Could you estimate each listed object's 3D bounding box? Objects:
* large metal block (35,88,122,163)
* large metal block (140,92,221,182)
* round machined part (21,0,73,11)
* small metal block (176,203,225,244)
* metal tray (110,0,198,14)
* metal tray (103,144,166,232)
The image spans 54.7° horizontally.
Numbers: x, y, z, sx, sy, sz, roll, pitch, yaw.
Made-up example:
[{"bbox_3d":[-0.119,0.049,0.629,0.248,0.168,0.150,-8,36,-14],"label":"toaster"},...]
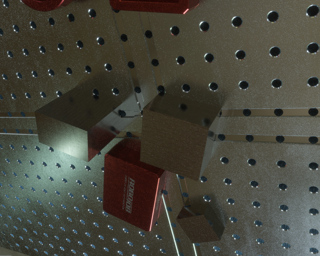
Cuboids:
[{"bbox_3d":[-0.110,-0.007,0.429,0.080,0.080,0.050,19,126,17],"label":"large metal block"},{"bbox_3d":[0.024,0.010,0.388,0.080,0.050,0.079,18,126,18],"label":"large metal block"},{"bbox_3d":[-0.130,-0.188,0.353,0.098,0.042,0.097,13,124,21],"label":"round machined part"},{"bbox_3d":[0.061,0.145,0.469,0.050,0.025,0.050,-23,106,36],"label":"small metal block"},{"bbox_3d":[-0.009,-0.182,0.299,0.090,0.030,0.129,12,124,21],"label":"metal tray"},{"bbox_3d":[-0.043,0.097,0.491,0.090,0.030,0.129,20,126,16],"label":"metal tray"}]
